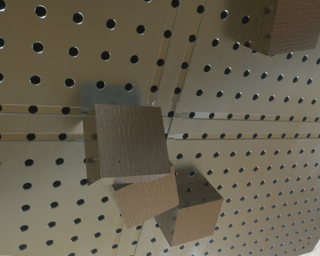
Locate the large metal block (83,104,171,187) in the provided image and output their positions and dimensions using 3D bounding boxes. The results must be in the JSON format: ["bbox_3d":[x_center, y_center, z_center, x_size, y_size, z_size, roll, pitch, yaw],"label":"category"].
[{"bbox_3d":[-0.040,0.020,0.358,0.081,0.080,0.050,1,161,-29],"label":"large metal block"}]

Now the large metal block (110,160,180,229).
[{"bbox_3d":[-0.024,0.081,0.429,0.080,0.050,0.080,-22,129,-15],"label":"large metal block"}]

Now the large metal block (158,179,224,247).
[{"bbox_3d":[0.048,0.137,0.505,0.081,0.050,0.079,-6,121,-25],"label":"large metal block"}]

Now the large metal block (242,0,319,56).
[{"bbox_3d":[0.158,-0.142,0.393,0.081,0.050,0.079,-13,124,-21],"label":"large metal block"}]
